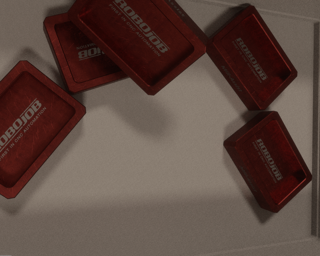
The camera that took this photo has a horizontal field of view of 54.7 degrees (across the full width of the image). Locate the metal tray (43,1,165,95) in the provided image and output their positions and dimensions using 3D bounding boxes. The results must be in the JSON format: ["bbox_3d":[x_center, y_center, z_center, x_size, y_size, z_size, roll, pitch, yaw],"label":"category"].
[{"bbox_3d":[-0.064,-0.102,0.384,0.131,0.030,0.090,-21,97,-19],"label":"metal tray"}]

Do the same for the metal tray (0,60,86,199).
[{"bbox_3d":[-0.159,0.001,0.349,0.090,0.030,0.130,41,77,-16],"label":"metal tray"}]

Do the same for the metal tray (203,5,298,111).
[{"bbox_3d":[0.136,-0.101,0.459,0.090,0.030,0.130,-43,104,-15],"label":"metal tray"}]

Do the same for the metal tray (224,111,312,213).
[{"bbox_3d":[0.166,0.050,0.471,0.090,0.030,0.130,-36,102,-17],"label":"metal tray"}]

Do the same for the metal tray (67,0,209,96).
[{"bbox_3d":[-0.023,-0.109,0.337,0.130,0.090,0.030,43,33,-16],"label":"metal tray"}]
